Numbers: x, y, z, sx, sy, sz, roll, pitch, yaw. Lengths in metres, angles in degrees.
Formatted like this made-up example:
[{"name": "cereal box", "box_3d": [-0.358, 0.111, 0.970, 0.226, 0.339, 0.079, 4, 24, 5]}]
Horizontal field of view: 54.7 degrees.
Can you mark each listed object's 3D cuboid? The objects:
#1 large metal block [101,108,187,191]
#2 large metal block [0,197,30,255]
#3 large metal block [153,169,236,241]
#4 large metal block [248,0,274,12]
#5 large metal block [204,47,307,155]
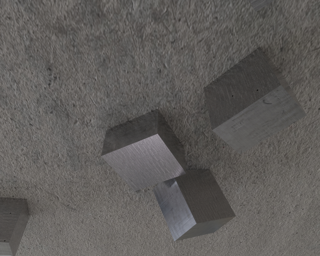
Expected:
[{"name": "large metal block", "box_3d": [-0.019, 0.032, 0.417, 0.080, 0.050, 0.080, -22, 127, 17]}, {"name": "large metal block", "box_3d": [-0.269, 0.160, 0.505, 0.081, 0.080, 0.050, 6, 130, -6]}, {"name": "large metal block", "box_3d": [0.048, 0.107, 0.445, 0.081, 0.080, 0.050, 5, 136, -40]}, {"name": "large metal block", "box_3d": [0.093, -0.160, 0.255, 0.080, 0.050, 0.080, -29, 125, 22]}, {"name": "large metal block", "box_3d": [0.100, -0.031, 0.346, 0.080, 0.080, 0.050, -36, 121, 26]}]
